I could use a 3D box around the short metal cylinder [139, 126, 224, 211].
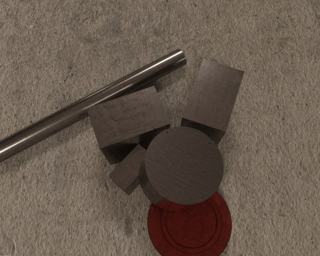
[{"bbox_3d":[0.020,0.045,0.329,0.081,0.050,0.080,4,67,-10],"label":"short metal cylinder"}]

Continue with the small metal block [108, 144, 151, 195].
[{"bbox_3d":[-0.032,0.052,0.376,0.025,0.050,0.050,39,75,13],"label":"small metal block"}]

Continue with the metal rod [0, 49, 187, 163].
[{"bbox_3d":[-0.098,-0.030,0.417,0.302,0.025,0.025,-29,73,-11],"label":"metal rod"}]

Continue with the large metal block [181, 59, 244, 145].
[{"bbox_3d":[0.061,-0.026,0.389,0.050,0.080,0.080,19,71,6],"label":"large metal block"}]

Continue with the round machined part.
[{"bbox_3d":[0.035,0.109,0.360,0.099,0.042,0.098,0,70,-1],"label":"round machined part"}]

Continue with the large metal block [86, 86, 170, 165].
[{"bbox_3d":[-0.035,0.000,0.378,0.081,0.080,0.050,-20,72,-7],"label":"large metal block"}]
